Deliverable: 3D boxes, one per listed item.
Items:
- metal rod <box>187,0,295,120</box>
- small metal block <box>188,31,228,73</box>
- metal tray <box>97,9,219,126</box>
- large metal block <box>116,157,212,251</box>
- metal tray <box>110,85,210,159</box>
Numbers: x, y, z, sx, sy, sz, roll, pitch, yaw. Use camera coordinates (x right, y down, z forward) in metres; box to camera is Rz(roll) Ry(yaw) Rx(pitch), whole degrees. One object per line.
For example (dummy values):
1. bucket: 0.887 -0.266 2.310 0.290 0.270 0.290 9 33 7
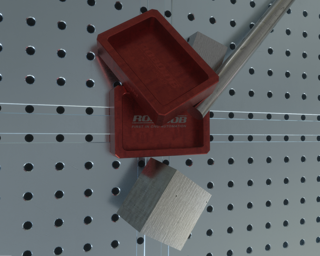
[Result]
1. metal rod: 0.134 -0.126 0.444 0.025 0.025 0.301 46 68 -15
2. small metal block: 0.061 -0.099 0.436 0.050 0.025 0.050 22 83 -19
3. metal tray: -0.004 -0.077 0.377 0.091 0.030 0.130 -33 74 -20
4. large metal block: 0.007 0.095 0.389 0.080 0.050 0.080 40 76 -39
5. metal tray: 0.002 -0.009 0.411 0.131 0.030 0.089 -1 90 -21
